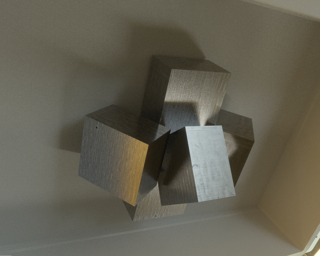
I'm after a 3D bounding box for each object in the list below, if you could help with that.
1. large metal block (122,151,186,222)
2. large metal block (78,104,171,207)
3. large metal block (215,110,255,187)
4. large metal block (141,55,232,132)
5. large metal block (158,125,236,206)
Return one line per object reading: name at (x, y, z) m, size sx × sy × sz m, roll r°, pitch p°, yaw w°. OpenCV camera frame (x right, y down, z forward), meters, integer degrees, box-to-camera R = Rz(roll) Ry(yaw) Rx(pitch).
large metal block at (-0.002, 0.079, 0.439) m, size 0.081 × 0.050 × 0.079 m, roll 1°, pitch 118°, yaw -29°
large metal block at (-0.042, 0.029, 0.356) m, size 0.050 × 0.080 × 0.079 m, roll -33°, pitch 142°, yaw -56°
large metal block at (0.090, 0.028, 0.429) m, size 0.050 × 0.080 × 0.079 m, roll 18°, pitch 115°, yaw 6°
large metal block at (0.029, -0.040, 0.379) m, size 0.081 × 0.050 × 0.079 m, roll -2°, pitch 119°, yaw -28°
large metal block at (0.036, 0.046, 0.368) m, size 0.050 × 0.080 × 0.080 m, roll -1°, pitch 75°, yaw -29°
